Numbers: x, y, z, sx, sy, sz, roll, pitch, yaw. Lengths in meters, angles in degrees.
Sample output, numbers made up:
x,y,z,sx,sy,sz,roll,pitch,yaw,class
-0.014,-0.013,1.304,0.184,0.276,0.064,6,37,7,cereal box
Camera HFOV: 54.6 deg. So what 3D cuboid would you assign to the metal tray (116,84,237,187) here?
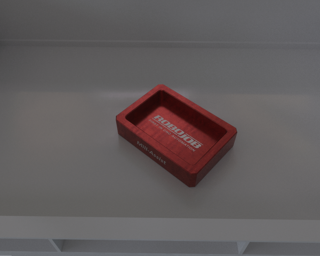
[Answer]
x,y,z,sx,sy,sz,roll,pitch,yaw,class
0.019,0.004,0.398,0.130,0.030,0.090,34,58,25,metal tray
